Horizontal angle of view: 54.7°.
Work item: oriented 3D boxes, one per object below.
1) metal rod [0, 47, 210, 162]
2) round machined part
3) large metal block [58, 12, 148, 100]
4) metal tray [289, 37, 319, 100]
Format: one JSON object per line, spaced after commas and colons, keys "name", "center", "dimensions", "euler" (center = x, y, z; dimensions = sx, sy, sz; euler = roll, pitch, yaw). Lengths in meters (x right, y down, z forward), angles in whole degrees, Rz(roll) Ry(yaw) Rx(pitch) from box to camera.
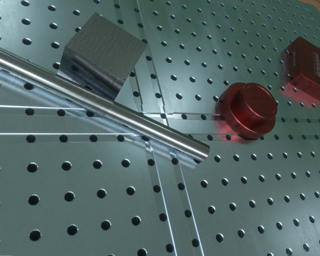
{"name": "metal rod", "center": [-0.072, -0.027, 0.386], "dimensions": [0.302, 0.025, 0.025], "euler": [25, 53, -13]}
{"name": "round machined part", "center": [0.149, -0.035, 0.501], "dimensions": [0.099, 0.042, 0.098], "euler": [14, 56, -21]}
{"name": "large metal block", "center": [-0.074, -0.093, 0.410], "dimensions": [0.080, 0.050, 0.080], "euler": [30, 52, -9]}
{"name": "metal tray", "center": [0.322, -0.127, 0.660], "dimensions": [0.090, 0.030, 0.130], "euler": [26, 52, -13]}
